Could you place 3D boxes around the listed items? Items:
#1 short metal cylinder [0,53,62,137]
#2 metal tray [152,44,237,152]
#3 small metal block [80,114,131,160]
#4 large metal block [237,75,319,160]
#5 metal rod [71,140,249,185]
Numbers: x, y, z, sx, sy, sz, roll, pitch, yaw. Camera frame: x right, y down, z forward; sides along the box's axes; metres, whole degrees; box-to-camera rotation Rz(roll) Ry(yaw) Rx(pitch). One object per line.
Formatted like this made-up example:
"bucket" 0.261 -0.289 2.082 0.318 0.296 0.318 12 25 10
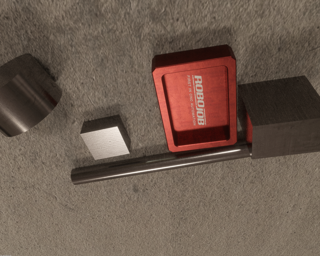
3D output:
"short metal cylinder" -0.156 -0.036 0.338 0.080 0.080 0.050 -21 127 16
"metal tray" 0.046 -0.030 0.378 0.090 0.030 0.129 -8 130 6
"small metal block" -0.072 0.013 0.417 0.050 0.025 0.050 -11 130 9
"large metal block" 0.139 -0.014 0.362 0.080 0.080 0.050 -7 130 6
"metal rod" 0.018 0.047 0.447 0.301 0.025 0.025 -10 130 8
